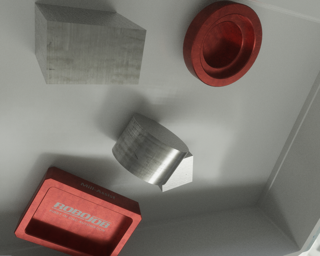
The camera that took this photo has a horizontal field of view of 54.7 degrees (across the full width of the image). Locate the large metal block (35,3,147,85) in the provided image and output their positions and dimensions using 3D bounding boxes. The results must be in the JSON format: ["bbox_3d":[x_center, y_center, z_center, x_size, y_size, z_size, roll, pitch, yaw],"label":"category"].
[{"bbox_3d":[-0.069,-0.079,0.288,0.081,0.080,0.050,-4,120,-27],"label":"large metal block"}]

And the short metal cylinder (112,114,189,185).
[{"bbox_3d":[-0.012,0.026,0.384,0.080,0.080,0.050,25,105,-37],"label":"short metal cylinder"}]

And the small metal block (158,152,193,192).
[{"bbox_3d":[0.020,0.061,0.460,0.050,0.025,0.050,-15,125,-20],"label":"small metal block"}]

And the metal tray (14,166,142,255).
[{"bbox_3d":[-0.101,0.116,0.395,0.131,0.030,0.090,28,101,-19],"label":"metal tray"}]

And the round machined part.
[{"bbox_3d":[0.071,-0.103,0.374,0.099,0.042,0.097,-14,125,-21],"label":"round machined part"}]
